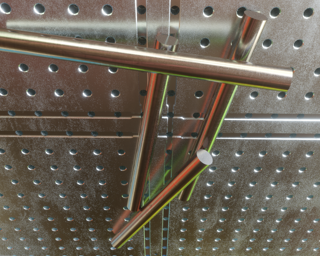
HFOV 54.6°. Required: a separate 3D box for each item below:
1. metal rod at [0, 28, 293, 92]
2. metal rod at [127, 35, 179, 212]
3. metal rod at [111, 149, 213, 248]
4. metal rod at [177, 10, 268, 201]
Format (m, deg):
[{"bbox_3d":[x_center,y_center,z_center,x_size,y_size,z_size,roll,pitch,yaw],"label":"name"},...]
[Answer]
[{"bbox_3d":[-0.020,-0.071,0.321,0.301,0.025,0.025,9,130,4],"label":"metal rod"},{"bbox_3d":[-0.017,0.018,0.426,0.025,0.025,0.298,8,130,-7],"label":"metal rod"},{"bbox_3d":[-0.012,0.129,0.503,0.025,0.025,0.298,22,132,-18],"label":"metal rod"},{"bbox_3d":[0.068,-0.003,0.409,0.025,0.025,0.298,9,130,-8],"label":"metal rod"}]
